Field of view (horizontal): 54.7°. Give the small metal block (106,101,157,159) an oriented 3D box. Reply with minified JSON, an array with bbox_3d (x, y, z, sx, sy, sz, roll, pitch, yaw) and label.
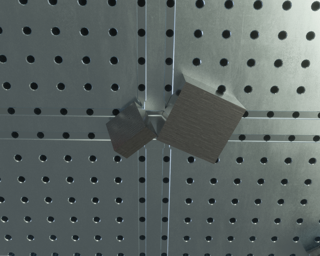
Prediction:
[{"bbox_3d":[-0.038,0.002,0.397,0.050,0.050,0.025,-37,137,12],"label":"small metal block"}]

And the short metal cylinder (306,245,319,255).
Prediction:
[{"bbox_3d":[0.268,0.215,0.467,0.050,0.080,0.080,-31,108,10],"label":"short metal cylinder"}]

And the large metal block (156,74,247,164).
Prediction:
[{"bbox_3d":[0.049,-0.012,0.396,0.080,0.050,0.080,24,108,-9],"label":"large metal block"}]
